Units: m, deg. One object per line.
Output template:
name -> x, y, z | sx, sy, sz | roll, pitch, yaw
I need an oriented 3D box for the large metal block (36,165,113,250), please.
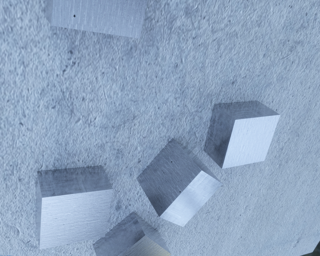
large metal block -> -0.111, 0.097, 0.390 | 0.081, 0.050, 0.079 | -2, 119, -28

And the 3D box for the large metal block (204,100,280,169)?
large metal block -> 0.119, 0.008, 0.461 | 0.081, 0.050, 0.079 | -6, 121, -25

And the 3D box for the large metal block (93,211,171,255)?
large metal block -> -0.043, 0.190, 0.485 | 0.080, 0.050, 0.080 | -40, 129, -1

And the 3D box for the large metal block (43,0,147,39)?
large metal block -> -0.056, -0.132, 0.278 | 0.081, 0.050, 0.079 | 0, 119, -28

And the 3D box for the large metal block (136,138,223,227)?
large metal block -> 0.025, 0.074, 0.430 | 0.080, 0.080, 0.050 | -49, 129, 6
